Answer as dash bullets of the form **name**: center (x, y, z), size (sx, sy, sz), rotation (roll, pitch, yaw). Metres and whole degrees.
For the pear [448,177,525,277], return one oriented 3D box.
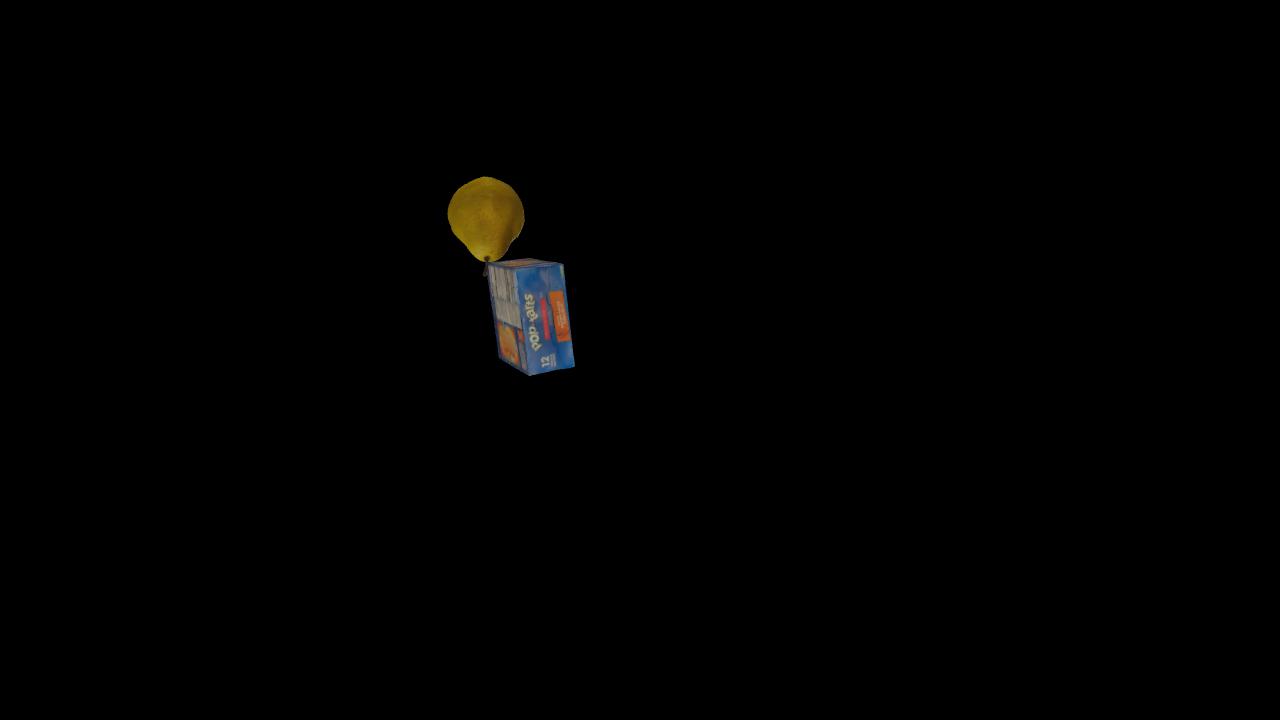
- **pear**: center (-0.157, -0.137, 0.640), size (0.080, 0.111, 0.080), rotation (-14, -36, -10)

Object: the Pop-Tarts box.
- **Pop-Tarts box**: center (-0.178, -0.075, 0.992), size (0.083, 0.167, 0.141), rotation (-14, 19, -29)
